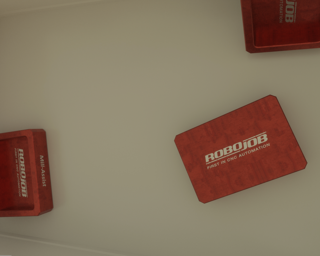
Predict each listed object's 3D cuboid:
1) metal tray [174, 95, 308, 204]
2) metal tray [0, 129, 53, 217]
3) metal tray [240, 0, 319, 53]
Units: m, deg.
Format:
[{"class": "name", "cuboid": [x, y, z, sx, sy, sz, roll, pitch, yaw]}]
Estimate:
[{"class": "metal tray", "cuboid": [0.094, 0.027, 0.375, 0.130, 0.030, 0.090, -24, 82, 18]}, {"class": "metal tray", "cuboid": [-0.220, 0.070, 0.485, 0.090, 0.030, 0.129, -7, 88, 19]}, {"class": "metal tray", "cuboid": [0.129, -0.133, 0.310, 0.090, 0.130, 0.030, 0, 60, 20]}]
